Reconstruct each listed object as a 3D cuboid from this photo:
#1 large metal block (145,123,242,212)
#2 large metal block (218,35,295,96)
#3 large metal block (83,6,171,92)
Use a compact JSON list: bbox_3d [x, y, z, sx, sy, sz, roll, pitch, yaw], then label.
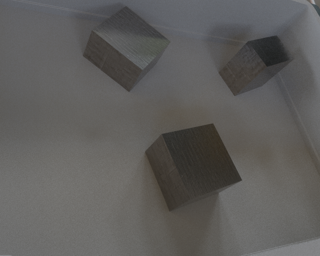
[{"bbox_3d":[0.040,0.047,0.382,0.081,0.050,0.080,-11,68,-33],"label":"large metal block"},{"bbox_3d":[0.161,-0.104,0.520,0.081,0.080,0.050,-21,73,-36],"label":"large metal block"},{"bbox_3d":[-0.045,-0.111,0.433,0.080,0.050,0.080,38,51,-3],"label":"large metal block"}]
